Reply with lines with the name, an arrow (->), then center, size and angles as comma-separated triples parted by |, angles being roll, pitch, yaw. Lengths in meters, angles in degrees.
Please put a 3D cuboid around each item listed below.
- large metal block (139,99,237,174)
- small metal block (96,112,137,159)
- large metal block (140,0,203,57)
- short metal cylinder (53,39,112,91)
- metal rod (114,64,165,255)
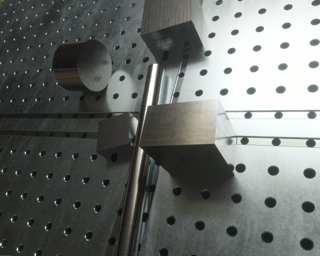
large metal block -> 0.035, 0.014, 0.345 | 0.080, 0.080, 0.050 | -4, 60, 26
small metal block -> -0.059, 0.011, 0.431 | 0.050, 0.025, 0.050 | -15, 55, 19
large metal block -> 0.020, -0.166, 0.482 | 0.080, 0.050, 0.080 | -10, 58, 22
short metal cylinder -> -0.122, -0.099, 0.495 | 0.050, 0.080, 0.080 | 3, 63, 29
metal rod -> -0.024, 0.043, 0.393 | 0.025, 0.025, 0.299 | -6, 59, 25
